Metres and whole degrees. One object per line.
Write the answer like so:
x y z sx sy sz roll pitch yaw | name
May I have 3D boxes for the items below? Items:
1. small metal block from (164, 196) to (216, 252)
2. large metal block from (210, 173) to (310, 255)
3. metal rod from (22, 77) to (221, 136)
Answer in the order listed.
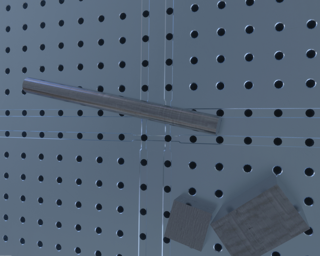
0.039 0.122 0.398 0.050 0.025 0.050 17 95 19 | small metal block
0.110 0.097 0.344 0.080 0.080 0.050 -37 79 16 | large metal block
-0.066 -0.035 0.434 0.301 0.025 0.025 13 94 19 | metal rod
